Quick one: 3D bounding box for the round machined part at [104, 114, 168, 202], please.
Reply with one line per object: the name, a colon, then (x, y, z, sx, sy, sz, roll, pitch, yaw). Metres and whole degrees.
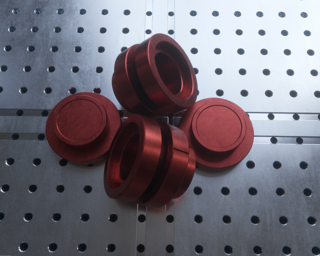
round machined part: (-0.024, 0.036, 0.355, 0.042, 0.098, 0.098, 21, 68, -27)

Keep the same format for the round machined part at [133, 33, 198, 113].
round machined part: (0.003, -0.064, 0.390, 0.042, 0.099, 0.098, -21, 65, 35)

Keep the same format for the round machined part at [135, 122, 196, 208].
round machined part: (0.005, 0.046, 0.366, 0.042, 0.098, 0.098, 21, 68, -26)

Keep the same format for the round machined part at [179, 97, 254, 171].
round machined part: (0.073, 0.004, 0.402, 0.099, 0.042, 0.098, 0, 70, 0)

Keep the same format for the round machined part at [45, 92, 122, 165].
round machined part: (-0.100, -0.004, 0.403, 0.099, 0.042, 0.098, 0, 70, 0)

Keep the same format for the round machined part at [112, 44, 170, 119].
round machined part: (-0.024, -0.056, 0.405, 0.042, 0.099, 0.098, -21, 65, 35)
